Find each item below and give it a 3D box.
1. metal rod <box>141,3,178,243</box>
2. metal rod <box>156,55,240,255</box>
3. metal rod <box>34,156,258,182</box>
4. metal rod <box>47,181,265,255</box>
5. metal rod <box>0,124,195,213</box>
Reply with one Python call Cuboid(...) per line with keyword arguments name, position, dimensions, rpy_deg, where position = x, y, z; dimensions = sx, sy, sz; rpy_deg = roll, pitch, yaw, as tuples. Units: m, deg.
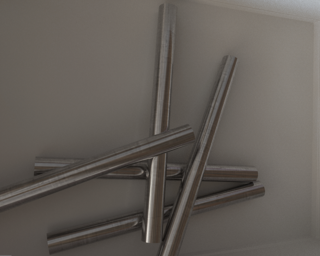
Cuboid(name="metal rod", position=(0.000, -0.012, 0.392), dimensions=(0.025, 0.025, 0.298), rpy_deg=(7, 81, -20))
Cuboid(name="metal rod", position=(0.053, 0.037, 0.409), dimensions=(0.025, 0.025, 0.299), rpy_deg=(26, 73, -19))
Cuboid(name="metal rod", position=(-0.003, 0.057, 0.409), dimensions=(0.302, 0.025, 0.025), rpy_deg=(5, 89, -20))
Cuboid(name="metal rod", position=(0.010, 0.114, 0.414), dimensions=(0.303, 0.025, 0.025), rpy_deg=(-9, 93, -20))
Cuboid(name="metal rod", position=(-0.101, 0.054, 0.345), dimensions=(0.302, 0.025, 0.025), rpy_deg=(-19, 97, -14))
